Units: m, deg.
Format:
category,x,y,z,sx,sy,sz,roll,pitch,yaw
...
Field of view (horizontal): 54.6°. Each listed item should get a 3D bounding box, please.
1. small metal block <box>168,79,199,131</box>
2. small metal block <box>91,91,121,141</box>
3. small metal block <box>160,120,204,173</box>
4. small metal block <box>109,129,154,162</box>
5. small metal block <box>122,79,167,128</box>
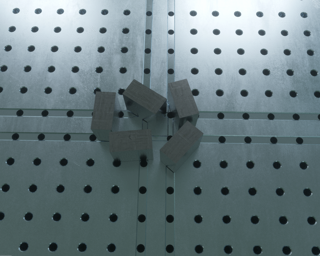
category,x,y,z,sx,sy,sz,roll,pitch,yaw
small metal block,0.029,-0.029,0.409,0.025,0.050,0.050,-15,70,-5
small metal block,-0.069,-0.014,0.403,0.025,0.050,0.050,3,71,1
small metal block,0.026,0.025,0.389,0.025,0.050,0.050,40,75,14
small metal block,-0.035,0.023,0.390,0.050,0.050,0.025,-5,70,-2
small metal block,-0.019,-0.031,0.410,0.050,0.050,0.025,32,74,10
